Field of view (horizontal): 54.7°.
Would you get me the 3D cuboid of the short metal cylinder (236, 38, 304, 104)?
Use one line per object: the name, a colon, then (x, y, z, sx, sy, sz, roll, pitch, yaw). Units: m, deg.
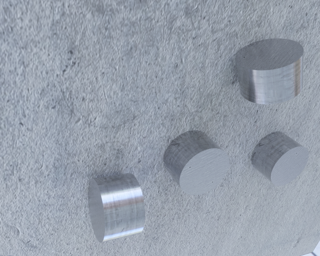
short metal cylinder: (0.142, -0.075, 0.402, 0.080, 0.080, 0.050, -27, 128, -11)

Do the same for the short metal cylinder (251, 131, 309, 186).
short metal cylinder: (0.207, 0.053, 0.536, 0.081, 0.050, 0.079, -14, 124, -21)

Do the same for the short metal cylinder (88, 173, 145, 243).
short metal cylinder: (-0.058, 0.102, 0.402, 0.050, 0.080, 0.079, -5, 121, -26)

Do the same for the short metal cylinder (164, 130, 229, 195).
short metal cylinder: (0.052, 0.050, 0.450, 0.081, 0.050, 0.079, -14, 124, -21)
